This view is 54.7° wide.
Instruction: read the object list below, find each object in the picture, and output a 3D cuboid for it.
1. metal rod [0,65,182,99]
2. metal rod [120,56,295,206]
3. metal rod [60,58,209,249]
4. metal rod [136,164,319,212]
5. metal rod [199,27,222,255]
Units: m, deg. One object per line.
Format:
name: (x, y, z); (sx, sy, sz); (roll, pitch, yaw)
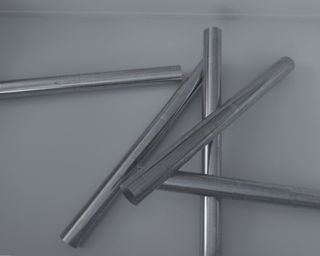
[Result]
metal rod: (-0.121, -0.062, 0.431); (0.302, 0.025, 0.025); (-6, 70, -2)
metal rod: (0.076, -0.013, 0.371); (0.302, 0.025, 0.025); (-36, 73, -29)
metal rod: (-0.017, 0.019, 0.402); (0.025, 0.025, 0.300); (35, 73, 12)
metal rod: (0.121, 0.075, 0.356); (0.302, 0.025, 0.025); (9, 70, -7)
metal rod: (0.065, 0.012, 0.389); (0.025, 0.025, 0.299); (3, 76, 1)
